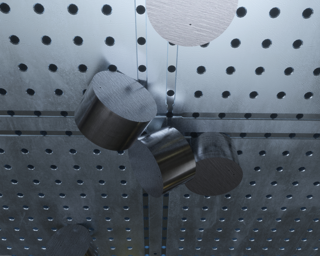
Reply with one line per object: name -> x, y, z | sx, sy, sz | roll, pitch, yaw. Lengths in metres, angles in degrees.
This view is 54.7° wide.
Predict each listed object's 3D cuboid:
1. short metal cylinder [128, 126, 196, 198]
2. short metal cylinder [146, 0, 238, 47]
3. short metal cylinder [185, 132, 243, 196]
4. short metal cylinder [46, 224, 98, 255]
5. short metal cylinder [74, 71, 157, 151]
short metal cylinder -> 0.001, 0.043, 0.403 | 0.050, 0.080, 0.079 | -22, 137, -29
short metal cylinder -> 0.028, -0.124, 0.290 | 0.081, 0.050, 0.079 | 0, 130, 0
short metal cylinder -> 0.072, 0.052, 0.440 | 0.081, 0.050, 0.079 | 0, 130, 0
short metal cylinder -> -0.160, 0.225, 0.566 | 0.080, 0.080, 0.050 | -6, 130, 4
short metal cylinder -> -0.051, -0.020, 0.358 | 0.080, 0.080, 0.050 | 25, 126, -20
